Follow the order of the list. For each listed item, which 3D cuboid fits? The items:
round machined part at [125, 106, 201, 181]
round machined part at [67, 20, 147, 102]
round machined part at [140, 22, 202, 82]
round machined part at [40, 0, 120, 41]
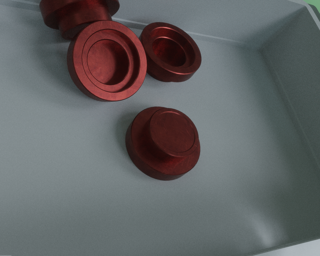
[{"bbox_3d":[0.010,0.014,0.393,0.099,0.042,0.098,14,56,-21],"label":"round machined part"},{"bbox_3d":[-0.069,-0.082,0.391,0.099,0.042,0.097,-1,92,-34],"label":"round machined part"},{"bbox_3d":[0.010,-0.109,0.468,0.099,0.042,0.098,14,56,-21],"label":"round machined part"},{"bbox_3d":[-0.099,-0.145,0.400,0.099,0.098,0.042,-19,94,-36],"label":"round machined part"}]
